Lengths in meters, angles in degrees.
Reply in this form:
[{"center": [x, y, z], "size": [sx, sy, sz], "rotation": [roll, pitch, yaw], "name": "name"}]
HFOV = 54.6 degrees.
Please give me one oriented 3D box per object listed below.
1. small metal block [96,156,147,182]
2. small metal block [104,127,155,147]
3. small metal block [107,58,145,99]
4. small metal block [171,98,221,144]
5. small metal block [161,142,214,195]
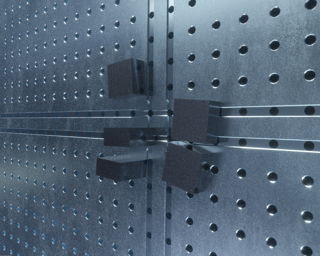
[{"center": [-0.054, 0.056, 0.439], "size": [0.050, 0.050, 0.025], "rotation": [6, 94, 40], "name": "small metal block"}, {"center": [-0.042, 0.012, 0.429], "size": [0.050, 0.050, 0.025], "rotation": [0, 90, 40], "name": "small metal block"}, {"center": [-0.049, -0.070, 0.452], "size": [0.050, 0.025, 0.050], "rotation": [-5, 87, 40], "name": "small metal block"}, {"center": [0.043, -0.009, 0.375], "size": [0.050, 0.025, 0.050], "rotation": [8, 95, 40], "name": "small metal block"}, {"center": [0.033, 0.048, 0.383], "size": [0.050, 0.025, 0.050], "rotation": [19, 102, 38], "name": "small metal block"}]
